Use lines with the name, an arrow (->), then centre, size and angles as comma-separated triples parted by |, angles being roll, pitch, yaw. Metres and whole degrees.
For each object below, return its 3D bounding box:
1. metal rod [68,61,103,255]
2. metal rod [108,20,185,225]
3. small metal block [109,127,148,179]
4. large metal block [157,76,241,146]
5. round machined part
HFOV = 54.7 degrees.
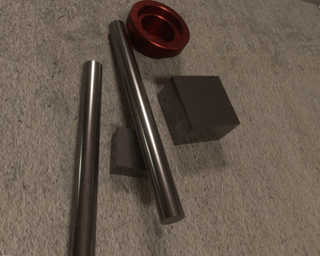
metal rod -> -0.079, 0.050, 0.331 | 0.025, 0.025, 0.299 | 10, 57, -23
metal rod -> -0.026, -0.030, 0.383 | 0.025, 0.025, 0.299 | 2, 53, -28
small metal block -> -0.031, 0.030, 0.370 | 0.050, 0.025, 0.050 | 12, 57, -22
large metal block -> 0.052, -0.026, 0.434 | 0.081, 0.050, 0.080 | -5, 65, -31
round machined part -> -0.007, -0.147, 0.481 | 0.099, 0.042, 0.098 | 14, 56, -21
